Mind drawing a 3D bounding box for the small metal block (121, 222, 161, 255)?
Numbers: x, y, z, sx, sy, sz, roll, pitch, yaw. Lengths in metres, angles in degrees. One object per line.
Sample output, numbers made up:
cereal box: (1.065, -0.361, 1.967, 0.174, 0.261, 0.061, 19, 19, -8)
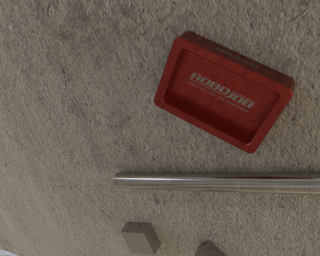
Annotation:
small metal block: (-0.033, 0.193, 0.542, 0.050, 0.025, 0.050, -8, 115, 31)

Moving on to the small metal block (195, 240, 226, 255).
small metal block: (0.079, 0.213, 0.480, 0.050, 0.050, 0.025, 43, 129, -2)

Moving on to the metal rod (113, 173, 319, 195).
metal rod: (0.064, 0.073, 0.416, 0.300, 0.025, 0.025, -5, 116, 30)

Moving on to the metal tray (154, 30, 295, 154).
metal tray: (0.066, -0.039, 0.343, 0.130, 0.030, 0.089, 28, 128, 10)
